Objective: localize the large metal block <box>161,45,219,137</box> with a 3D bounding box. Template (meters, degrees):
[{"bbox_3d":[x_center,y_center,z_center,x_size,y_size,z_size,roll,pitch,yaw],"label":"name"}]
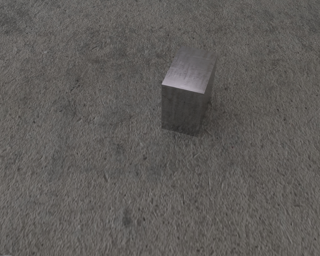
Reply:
[{"bbox_3d":[0.038,-0.048,0.408,0.050,0.080,0.080,14,52,12],"label":"large metal block"}]

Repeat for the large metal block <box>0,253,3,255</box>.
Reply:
[{"bbox_3d":[-0.142,0.152,0.238,0.050,0.080,0.080,-6,50,-5],"label":"large metal block"}]
